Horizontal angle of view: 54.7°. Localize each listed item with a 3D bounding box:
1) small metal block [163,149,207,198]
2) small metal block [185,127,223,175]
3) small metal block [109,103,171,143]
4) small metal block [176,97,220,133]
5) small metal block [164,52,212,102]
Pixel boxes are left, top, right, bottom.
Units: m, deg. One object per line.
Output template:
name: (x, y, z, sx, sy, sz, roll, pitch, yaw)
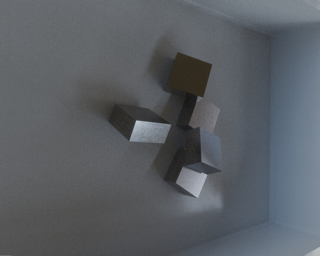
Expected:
small metal block: (0.039, 0.064, 0.440, 0.050, 0.025, 0.050, 40, 66, -33)
small metal block: (0.060, 0.032, 0.426, 0.050, 0.025, 0.050, 27, 54, -42)
small metal block: (-0.024, -0.005, 0.366, 0.050, 0.050, 0.025, 6, 111, -40)
small metal block: (0.057, -0.016, 0.454, 0.050, 0.025, 0.050, 32, 70, -35)
small metal block: (0.038, -0.069, 0.424, 0.050, 0.025, 0.050, 18, 77, -7)
